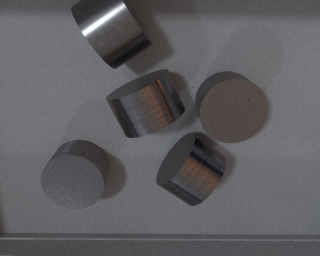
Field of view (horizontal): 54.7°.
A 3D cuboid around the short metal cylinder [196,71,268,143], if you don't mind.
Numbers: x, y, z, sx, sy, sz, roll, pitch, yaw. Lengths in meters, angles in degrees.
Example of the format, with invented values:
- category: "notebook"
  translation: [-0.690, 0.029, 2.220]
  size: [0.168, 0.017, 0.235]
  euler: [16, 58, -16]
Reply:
- category: "short metal cylinder"
  translation: [0.087, -0.027, 0.389]
  size: [0.081, 0.050, 0.079]
  euler: [0, 110, -1]

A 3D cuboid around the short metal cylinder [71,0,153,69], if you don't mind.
- category: "short metal cylinder"
  translation: [-0.050, -0.112, 0.340]
  size: [0.050, 0.080, 0.080]
  euler: [-31, 108, 11]

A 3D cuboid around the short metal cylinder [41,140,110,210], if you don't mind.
- category: "short metal cylinder"
  translation: [-0.112, 0.062, 0.419]
  size: [0.081, 0.050, 0.079]
  euler: [0, 110, -1]

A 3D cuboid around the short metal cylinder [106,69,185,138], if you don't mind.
- category: "short metal cylinder"
  translation: [-0.017, -0.030, 0.371]
  size: [0.080, 0.080, 0.050]
  euler: [-23, 109, 8]

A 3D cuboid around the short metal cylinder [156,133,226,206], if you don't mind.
- category: "short metal cylinder"
  translation: [0.039, 0.053, 0.402]
  size: [0.050, 0.080, 0.080]
  euler: [36, 106, -13]
